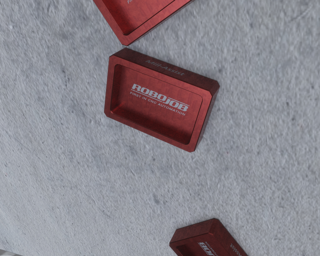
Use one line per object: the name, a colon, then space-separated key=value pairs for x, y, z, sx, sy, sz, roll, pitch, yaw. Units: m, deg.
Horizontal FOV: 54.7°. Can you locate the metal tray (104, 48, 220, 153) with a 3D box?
metal tray: x=-0.003 y=-0.034 z=0.382 sx=0.130 sy=0.030 sz=0.089 roll=23 pitch=127 yaw=13

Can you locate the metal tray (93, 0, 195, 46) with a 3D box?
metal tray: x=-0.011 y=-0.154 z=0.312 sx=0.130 sy=0.030 sz=0.090 roll=-24 pitch=106 yaw=36

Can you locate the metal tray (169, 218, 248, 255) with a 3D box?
metal tray: x=0.088 y=0.208 z=0.484 sx=0.090 sy=0.030 sz=0.130 roll=-32 pitch=101 yaw=37
